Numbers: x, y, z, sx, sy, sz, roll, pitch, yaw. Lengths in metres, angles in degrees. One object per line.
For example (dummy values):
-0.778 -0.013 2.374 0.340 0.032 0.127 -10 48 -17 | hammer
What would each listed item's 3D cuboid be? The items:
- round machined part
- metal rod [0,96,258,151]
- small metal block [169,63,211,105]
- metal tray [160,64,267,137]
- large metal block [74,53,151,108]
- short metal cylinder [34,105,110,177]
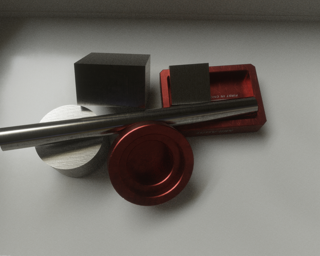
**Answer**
-0.013 0.039 0.368 0.099 0.042 0.097 -4 104 -14 | round machined part
-0.023 -0.009 0.367 0.302 0.025 0.025 -8 70 -15 | metal rod
0.038 -0.057 0.407 0.050 0.025 0.050 -5 96 -2 | small metal block
0.068 -0.037 0.419 0.131 0.030 0.090 -4 70 -2 | metal tray
-0.055 -0.063 0.393 0.081 0.080 0.050 2 112 1 | large metal block
-0.107 0.017 0.386 0.081 0.050 0.080 0 70 0 | short metal cylinder
